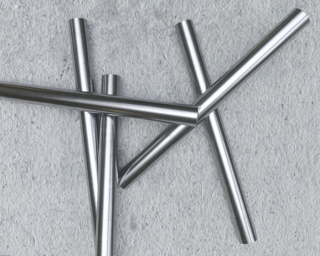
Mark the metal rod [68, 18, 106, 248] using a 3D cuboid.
[{"bbox_3d":[-0.091,0.007,0.409,0.025,0.025,0.298,-7,90,0],"label":"metal rod"}]

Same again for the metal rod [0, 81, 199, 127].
[{"bbox_3d":[-0.103,-0.034,0.383,0.301,0.025,0.025,8,90,10],"label":"metal rod"}]

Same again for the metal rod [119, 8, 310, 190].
[{"bbox_3d":[0.057,-0.029,0.385,0.300,0.025,0.025,-43,90,10],"label":"metal rod"}]

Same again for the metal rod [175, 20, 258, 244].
[{"bbox_3d":[0.074,0.005,0.410,0.025,0.025,0.298,-17,90,0],"label":"metal rod"}]

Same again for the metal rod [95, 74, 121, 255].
[{"bbox_3d":[-0.066,0.081,0.388,0.025,0.025,0.298,1,82,0],"label":"metal rod"}]
